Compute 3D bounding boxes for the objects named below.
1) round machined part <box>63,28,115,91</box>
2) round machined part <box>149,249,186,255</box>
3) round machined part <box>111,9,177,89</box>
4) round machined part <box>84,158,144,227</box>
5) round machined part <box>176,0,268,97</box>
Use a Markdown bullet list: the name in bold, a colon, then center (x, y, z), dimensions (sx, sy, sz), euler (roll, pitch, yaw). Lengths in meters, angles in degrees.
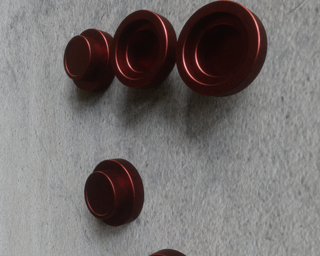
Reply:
- **round machined part**: center (-0.114, -0.107, 0.485), dimensions (0.098, 0.042, 0.097), euler (0, 90, 39)
- **round machined part**: center (0.019, 0.197, 0.376), dimensions (0.098, 0.042, 0.097), euler (0, 90, 39)
- **round machined part**: center (-0.016, -0.099, 0.405), dimensions (0.098, 0.042, 0.097), euler (0, 90, 39)
- **round machined part**: center (-0.073, 0.095, 0.452), dimensions (0.098, 0.042, 0.097), euler (0, 90, 39)
- **round machined part**: center (0.069, -0.082, 0.336), dimensions (0.098, 0.042, 0.097), euler (0, 90, 39)
